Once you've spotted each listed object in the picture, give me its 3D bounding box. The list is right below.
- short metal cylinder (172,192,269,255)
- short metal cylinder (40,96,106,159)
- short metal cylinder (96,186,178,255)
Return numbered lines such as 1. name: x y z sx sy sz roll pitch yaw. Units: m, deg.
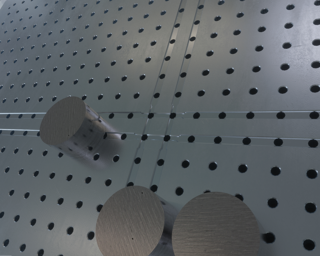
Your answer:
1. short metal cylinder: 0.058 0.107 0.296 0.080 0.050 0.080 -13 56 21
2. short metal cylinder: -0.129 0.000 0.460 0.080 0.050 0.080 -13 56 21
3. short metal cylinder: -0.022 0.109 0.337 0.080 0.050 0.080 -13 56 21
